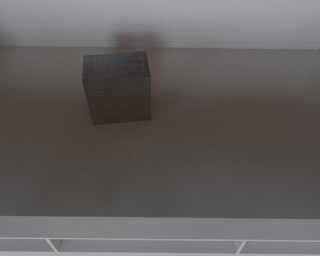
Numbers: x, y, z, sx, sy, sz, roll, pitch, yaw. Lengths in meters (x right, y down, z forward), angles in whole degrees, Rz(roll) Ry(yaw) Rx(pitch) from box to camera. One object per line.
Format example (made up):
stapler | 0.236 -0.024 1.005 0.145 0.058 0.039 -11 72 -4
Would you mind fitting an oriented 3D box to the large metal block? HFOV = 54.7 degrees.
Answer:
large metal block | -0.055 -0.052 0.412 0.081 0.080 0.050 -6 51 -5
